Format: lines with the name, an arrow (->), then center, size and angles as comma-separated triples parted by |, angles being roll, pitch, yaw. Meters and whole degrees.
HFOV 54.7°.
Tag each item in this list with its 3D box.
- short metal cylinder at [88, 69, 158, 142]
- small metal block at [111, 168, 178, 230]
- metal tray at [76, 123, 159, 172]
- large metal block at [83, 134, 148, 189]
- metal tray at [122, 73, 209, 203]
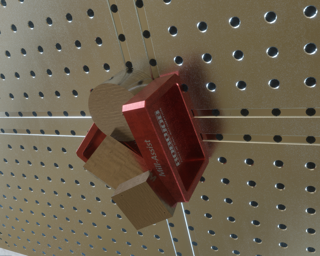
short metal cylinder -> -0.044, -0.029, 0.398 | 0.080, 0.050, 0.079 | 13, 124, 20
small metal block -> -0.017, 0.081, 0.347 | 0.050, 0.025, 0.050 | -29, 104, 26
metal tray -> -0.054, 0.048, 0.463 | 0.130, 0.030, 0.089 | 40, 129, 0
large metal block -> -0.049, 0.060, 0.416 | 0.080, 0.050, 0.080 | 34, 164, 5
metal tray -> 0.013, 0.012, 0.368 | 0.030, 0.090, 0.129 | -9, 114, 32
